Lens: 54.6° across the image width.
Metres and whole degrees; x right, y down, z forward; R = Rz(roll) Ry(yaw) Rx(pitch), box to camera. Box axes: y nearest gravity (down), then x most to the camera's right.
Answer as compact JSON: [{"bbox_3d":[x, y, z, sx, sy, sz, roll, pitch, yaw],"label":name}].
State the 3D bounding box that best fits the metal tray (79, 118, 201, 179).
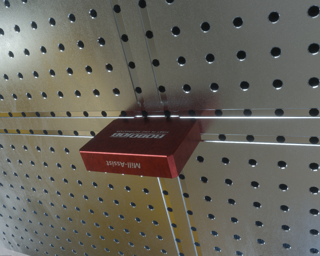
[{"bbox_3d":[-0.024,0.021,0.395,0.130,0.090,0.030,0,119,28],"label":"metal tray"}]
